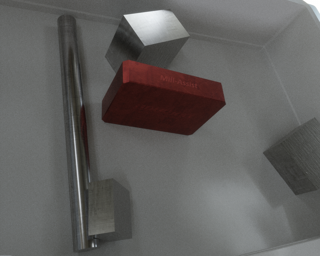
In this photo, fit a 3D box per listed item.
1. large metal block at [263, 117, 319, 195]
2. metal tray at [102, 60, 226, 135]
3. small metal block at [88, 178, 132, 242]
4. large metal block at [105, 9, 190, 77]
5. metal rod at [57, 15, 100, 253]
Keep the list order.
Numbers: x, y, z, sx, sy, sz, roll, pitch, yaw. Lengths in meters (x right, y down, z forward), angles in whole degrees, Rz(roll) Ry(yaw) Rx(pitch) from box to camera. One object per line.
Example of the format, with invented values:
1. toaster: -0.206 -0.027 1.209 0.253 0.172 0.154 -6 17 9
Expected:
1. large metal block: 0.222 0.043 0.472 0.080 0.050 0.080 -31 79 -21
2. metal tray: 0.003 -0.032 0.386 0.131 0.090 0.030 9 58 -24
3. small metal block: -0.049 0.083 0.310 0.025 0.050 0.050 -12 61 9
4. large metal block: -0.019 -0.113 0.431 0.081 0.080 0.050 -24 75 -37
5. metal rod: -0.099 -0.015 0.362 0.025 0.025 0.299 2 61 -28
